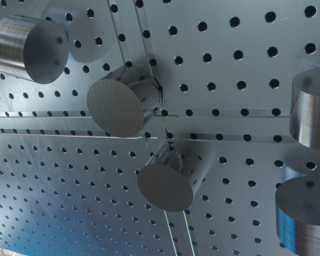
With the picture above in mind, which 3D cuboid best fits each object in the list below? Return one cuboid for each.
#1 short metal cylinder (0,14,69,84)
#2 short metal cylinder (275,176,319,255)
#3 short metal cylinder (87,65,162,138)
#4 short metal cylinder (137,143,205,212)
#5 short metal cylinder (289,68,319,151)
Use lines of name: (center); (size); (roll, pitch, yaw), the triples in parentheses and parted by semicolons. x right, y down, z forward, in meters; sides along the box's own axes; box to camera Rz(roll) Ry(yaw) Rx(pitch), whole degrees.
short metal cylinder: (-0.164, -0.101, 0.398); (0.050, 0.080, 0.079); (16, 125, 19)
short metal cylinder: (0.172, 0.098, 0.346); (0.080, 0.080, 0.050); (2, 119, 27)
short metal cylinder: (-0.045, -0.034, 0.396); (0.080, 0.050, 0.079); (13, 124, 20)
short metal cylinder: (0.016, 0.068, 0.428); (0.080, 0.050, 0.079); (13, 124, 20)
short metal cylinder: (0.161, -0.019, 0.279); (0.080, 0.080, 0.050); (5, 121, 25)
